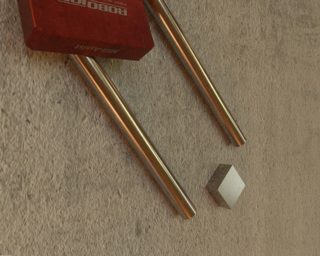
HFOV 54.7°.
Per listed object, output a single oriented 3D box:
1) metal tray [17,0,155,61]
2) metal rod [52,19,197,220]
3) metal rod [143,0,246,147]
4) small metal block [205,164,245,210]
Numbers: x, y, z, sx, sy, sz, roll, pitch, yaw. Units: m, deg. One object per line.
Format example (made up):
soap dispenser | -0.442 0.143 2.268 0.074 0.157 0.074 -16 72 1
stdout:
metal tray | -0.074 -0.122 0.322 0.131 0.030 0.090 -4 74 -40
metal rod | -0.032 0.005 0.379 0.025 0.025 0.299 -47 118 -30
metal rod | 0.053 -0.084 0.450 0.025 0.025 0.300 -52 121 -27
small metal block | 0.105 0.093 0.496 0.050 0.025 0.050 -51 120 -28
